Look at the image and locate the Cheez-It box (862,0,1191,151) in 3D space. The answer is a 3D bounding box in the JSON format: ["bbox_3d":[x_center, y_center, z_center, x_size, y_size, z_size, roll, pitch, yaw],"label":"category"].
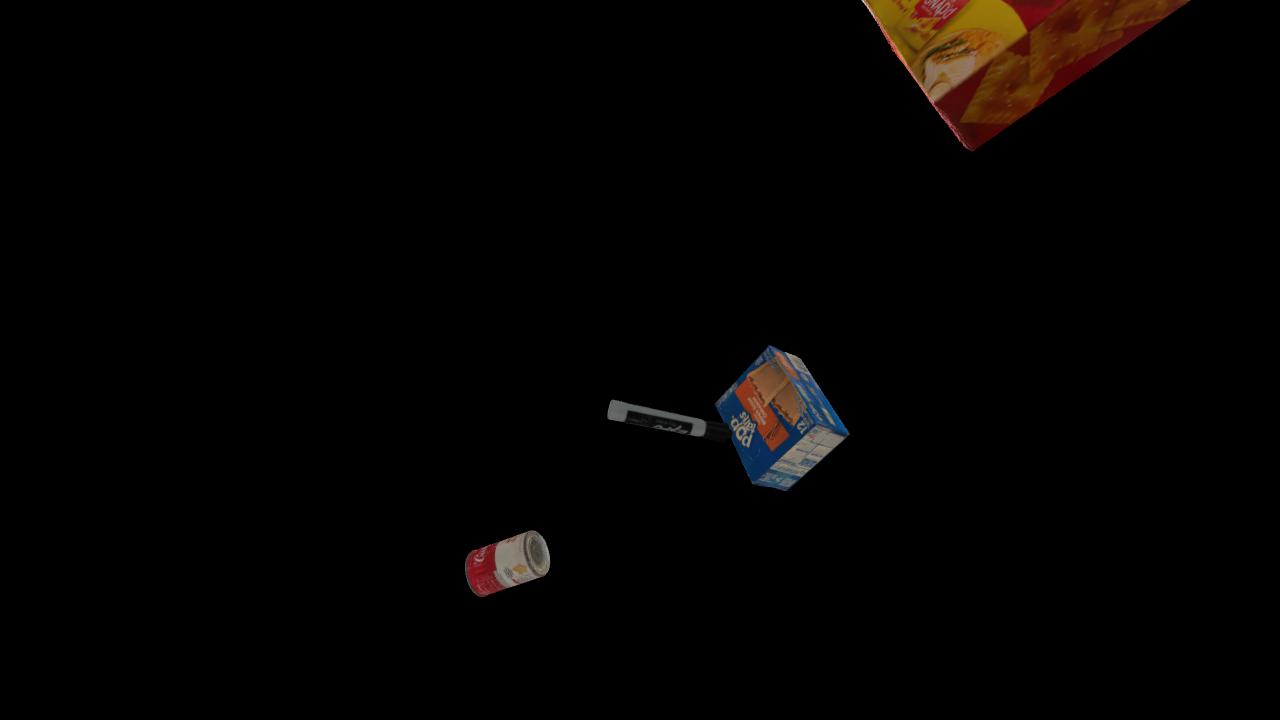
[{"bbox_3d":[0.268,-0.271,0.389,0.071,0.166,0.223,22,-45,-39],"label":"Cheez-It box"}]

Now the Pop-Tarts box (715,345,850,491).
[{"bbox_3d":[0.211,0.088,0.944,0.083,0.141,0.167,20,33,-32],"label":"Pop-Tarts box"}]

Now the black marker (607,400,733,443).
[{"bbox_3d":[0.030,0.058,0.580,0.121,0.020,0.020,13,-2,-11],"label":"black marker"}]

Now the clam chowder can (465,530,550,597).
[{"bbox_3d":[-0.189,0.292,0.884,0.102,0.068,0.068,-22,-5,13],"label":"clam chowder can"}]
